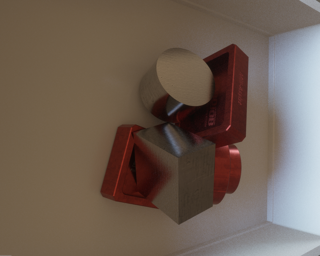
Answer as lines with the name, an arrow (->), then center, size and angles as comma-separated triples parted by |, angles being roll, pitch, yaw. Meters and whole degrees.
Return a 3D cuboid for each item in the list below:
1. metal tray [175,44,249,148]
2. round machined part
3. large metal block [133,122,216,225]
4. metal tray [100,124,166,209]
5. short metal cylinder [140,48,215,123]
metal tray -> 0.065, -0.036, 0.399 | 0.030, 0.090, 0.130 | 32, 54, -33
round machined part -> 0.077, 0.054, 0.419 | 0.042, 0.098, 0.097 | 5, 86, -10
large metal block -> 0.015, 0.047, 0.353 | 0.050, 0.080, 0.079 | -18, 117, -33
metal tray -> -0.004, 0.056, 0.399 | 0.131, 0.030, 0.090 | 22, 76, -38
short metal cylinder -> 0.021, -0.053, 0.389 | 0.081, 0.050, 0.080 | 12, 63, -23
